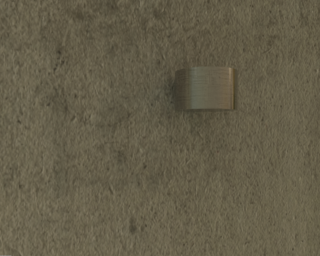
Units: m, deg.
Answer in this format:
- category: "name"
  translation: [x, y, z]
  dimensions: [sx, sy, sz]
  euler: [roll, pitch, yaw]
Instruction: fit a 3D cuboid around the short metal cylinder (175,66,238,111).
- category: "short metal cylinder"
  translation: [0.060, -0.048, 0.403]
  dimensions: [0.081, 0.080, 0.050]
  euler: [0, 90, -20]
